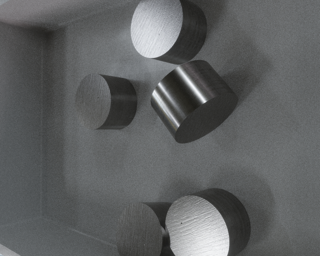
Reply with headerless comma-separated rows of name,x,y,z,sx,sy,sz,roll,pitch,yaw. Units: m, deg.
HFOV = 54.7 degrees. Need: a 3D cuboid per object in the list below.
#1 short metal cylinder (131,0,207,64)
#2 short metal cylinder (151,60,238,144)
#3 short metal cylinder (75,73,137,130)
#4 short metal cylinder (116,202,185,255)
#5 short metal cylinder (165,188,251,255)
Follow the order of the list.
short metal cylinder,0.010,-0.122,0.382,0.080,0.050,0.080,0,90,40
short metal cylinder,0.037,-0.027,0.340,0.080,0.081,0.050,-49,61,29
short metal cylinder,-0.080,-0.037,0.457,0.080,0.050,0.080,0,90,40
short metal cylinder,-0.010,0.135,0.390,0.080,0.050,0.080,-12,72,41
short metal cylinder,0.053,0.111,0.347,0.080,0.050,0.080,0,90,40
